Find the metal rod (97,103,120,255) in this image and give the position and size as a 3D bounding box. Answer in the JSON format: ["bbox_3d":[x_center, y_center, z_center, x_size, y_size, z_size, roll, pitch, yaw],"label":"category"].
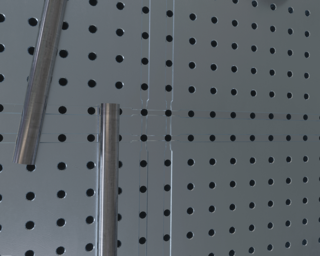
[{"bbox_3d":[-0.066,0.119,0.388,0.025,0.025,0.298,1,90,-20],"label":"metal rod"}]

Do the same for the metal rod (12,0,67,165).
[{"bbox_3d":[-0.131,-0.107,0.364,0.025,0.025,0.298,11,86,-20],"label":"metal rod"}]
